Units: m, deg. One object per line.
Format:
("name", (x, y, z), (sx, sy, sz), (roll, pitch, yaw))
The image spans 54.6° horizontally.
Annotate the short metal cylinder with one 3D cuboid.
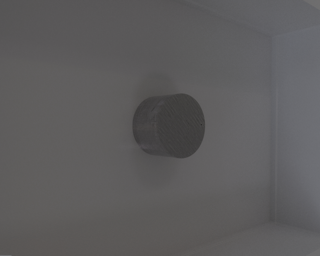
("short metal cylinder", (0.012, -0.003, 0.399), (0.081, 0.050, 0.080), (0, 90, -40))
